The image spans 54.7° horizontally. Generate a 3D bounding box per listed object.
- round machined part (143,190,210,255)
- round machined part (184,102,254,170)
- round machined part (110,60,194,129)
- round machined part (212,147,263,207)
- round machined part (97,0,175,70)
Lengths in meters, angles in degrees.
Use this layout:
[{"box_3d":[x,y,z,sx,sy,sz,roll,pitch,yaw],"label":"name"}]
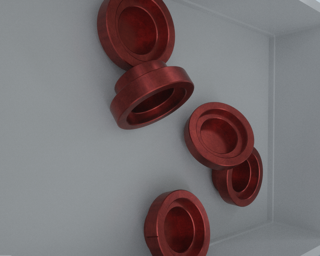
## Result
[{"box_3d":[0.018,0.132,0.401,0.099,0.042,0.098,20,60,-39],"label":"round machined part"},{"box_3d":[0.081,0.015,0.447,0.099,0.042,0.098,7,63,-13],"label":"round machined part"},{"box_3d":[-0.013,-0.041,0.360,0.099,0.097,0.042,-15,69,-39],"label":"round machined part"},{"box_3d":[0.121,0.074,0.499,0.099,0.042,0.097,-1,92,-41],"label":"round machined part"},{"box_3d":[-0.032,-0.114,0.370,0.099,0.042,0.097,0,90,-40],"label":"round machined part"}]
